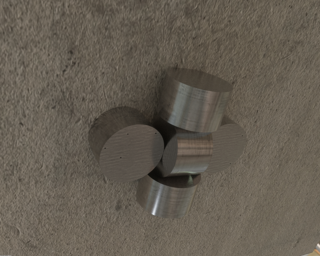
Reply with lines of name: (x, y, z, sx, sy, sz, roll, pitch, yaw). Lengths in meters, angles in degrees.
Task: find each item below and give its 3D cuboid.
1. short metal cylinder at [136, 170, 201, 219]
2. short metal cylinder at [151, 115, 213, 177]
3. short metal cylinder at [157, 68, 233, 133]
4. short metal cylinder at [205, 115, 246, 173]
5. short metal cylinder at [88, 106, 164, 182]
short metal cylinder: (0.011, 0.078, 0.428, 0.081, 0.080, 0.050, 0, 118, -28)
short metal cylinder: (0.023, 0.022, 0.399, 0.050, 0.080, 0.079, 0, 118, -29)
short metal cylinder: (0.041, -0.036, 0.373, 0.081, 0.080, 0.050, 0, 119, -28)
short metal cylinder: (0.075, 0.017, 0.443, 0.081, 0.050, 0.079, -14, 125, -21)
short metal cylinder: (-0.042, 0.019, 0.381, 0.081, 0.050, 0.079, -14, 124, -22)
